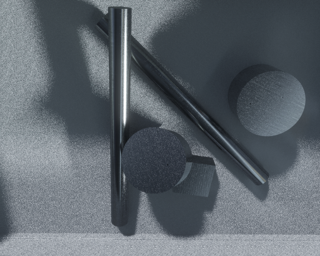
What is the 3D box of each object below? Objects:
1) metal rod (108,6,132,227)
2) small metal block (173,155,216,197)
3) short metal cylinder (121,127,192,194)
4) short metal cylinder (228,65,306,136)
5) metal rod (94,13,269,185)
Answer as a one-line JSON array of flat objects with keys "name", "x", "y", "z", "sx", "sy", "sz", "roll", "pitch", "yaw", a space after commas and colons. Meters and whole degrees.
[{"name": "metal rod", "x": -0.051, "y": 0.005, "z": 0.396, "sx": 0.025, "sy": 0.025, "sz": 0.298, "roll": 3, "pitch": 116, "yaw": -2}, {"name": "small metal block", "x": 0.046, "y": 0.066, "z": 0.436, "sx": 0.050, "sy": 0.025, "sz": 0.050, "roll": 9, "pitch": 110, "yaw": -4}, {"name": "short metal cylinder", "x": -0.002, "y": 0.040, "z": 0.396, "sx": 0.080, "sy": 0.050, "sz": 0.080, "roll": -1, "pitch": 86, "yaw": 14}, {"name": "short metal cylinder", "x": 0.130, "y": -0.036, "z": 0.387, "sx": 0.081, "sy": 0.050, "sz": 0.079, "roll": 0, "pitch": 110, "yaw": -1}, {"name": "metal rod", "x": 0.038, "y": -0.028, "z": 0.401, "sx": 0.300, "sy": 0.025, "sz": 0.025, "roll": 43, "pitch": 104, "yaw": -15}]
